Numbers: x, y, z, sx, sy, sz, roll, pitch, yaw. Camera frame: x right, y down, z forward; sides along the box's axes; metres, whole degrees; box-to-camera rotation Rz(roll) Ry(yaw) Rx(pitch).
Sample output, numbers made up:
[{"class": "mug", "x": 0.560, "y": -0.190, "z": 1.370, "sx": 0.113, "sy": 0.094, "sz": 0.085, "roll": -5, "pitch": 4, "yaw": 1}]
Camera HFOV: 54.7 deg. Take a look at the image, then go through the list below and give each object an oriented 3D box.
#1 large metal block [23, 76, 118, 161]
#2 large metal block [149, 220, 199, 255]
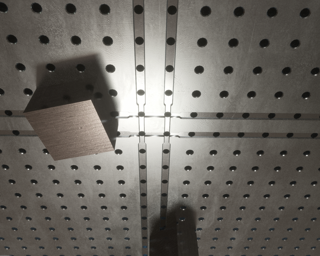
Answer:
[{"class": "large metal block", "x": -0.105, "y": -0.010, "z": 0.385, "sx": 0.080, "sy": 0.050, "sz": 0.080, "roll": -10, "pitch": 130, "yaw": 8}, {"class": "large metal block", "x": 0.025, "y": 0.232, "z": 0.574, "sx": 0.050, "sy": 0.080, "sz": 0.080, "roll": 32, "pitch": 123, "yaw": -24}]
